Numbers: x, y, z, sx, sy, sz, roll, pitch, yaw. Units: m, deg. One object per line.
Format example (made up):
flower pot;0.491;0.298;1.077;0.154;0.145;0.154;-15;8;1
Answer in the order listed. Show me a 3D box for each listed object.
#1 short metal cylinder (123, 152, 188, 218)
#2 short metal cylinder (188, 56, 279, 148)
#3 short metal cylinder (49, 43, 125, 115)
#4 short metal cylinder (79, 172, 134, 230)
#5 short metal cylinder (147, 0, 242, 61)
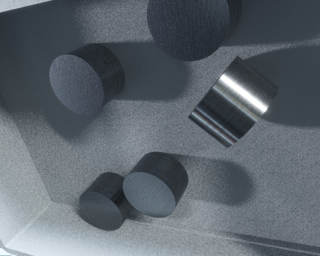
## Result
short metal cylinder;-0.006;0.081;0.444;0.080;0.050;0.079;13;124;20
short metal cylinder;0.073;-0.027;0.318;0.050;0.080;0.080;38;129;2
short metal cylinder;-0.093;-0.063;0.401;0.080;0.050;0.079;13;124;20
short metal cylinder;-0.084;0.120;0.509;0.080;0.050;0.079;13;124;20
short metal cylinder;0.034;-0.112;0.304;0.080;0.050;0.079;13;124;20
